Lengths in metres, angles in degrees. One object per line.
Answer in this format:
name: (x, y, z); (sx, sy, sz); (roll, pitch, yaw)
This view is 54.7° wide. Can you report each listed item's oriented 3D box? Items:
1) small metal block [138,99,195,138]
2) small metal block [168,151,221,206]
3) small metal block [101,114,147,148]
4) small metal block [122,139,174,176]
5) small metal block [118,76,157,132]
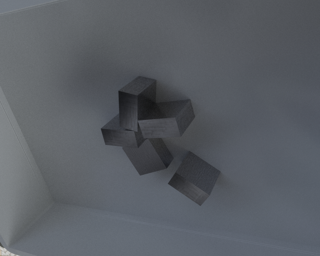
small metal block: (0.009, -0.011, 0.381); (0.050, 0.050, 0.025); (-4, 117, 30)
small metal block: (0.046, 0.065, 0.409); (0.050, 0.050, 0.025); (34, 129, 6)
small metal block: (-0.042, 0.001, 0.415); (0.050, 0.050, 0.025); (4, 120, 26)
small metal block: (-0.017, 0.036, 0.440); (0.050, 0.025, 0.050); (-20, 108, 35)
small metal block: (-0.027, -0.031, 0.388); (0.025, 0.050, 0.050); (16, 125, 20)
